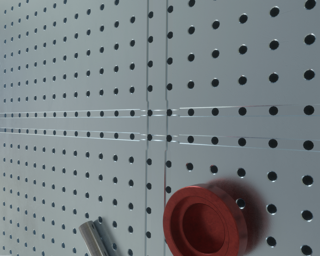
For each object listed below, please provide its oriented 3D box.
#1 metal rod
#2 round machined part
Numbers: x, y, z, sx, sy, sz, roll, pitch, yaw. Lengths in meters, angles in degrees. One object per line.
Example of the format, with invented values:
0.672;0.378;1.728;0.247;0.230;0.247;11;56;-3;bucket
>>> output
-0.047;0.273;0.448;0.025;0.025;0.299;-49;61;29;metal rod
0.054;0.112;0.354;0.098;0.042;0.097;0;90;40;round machined part
